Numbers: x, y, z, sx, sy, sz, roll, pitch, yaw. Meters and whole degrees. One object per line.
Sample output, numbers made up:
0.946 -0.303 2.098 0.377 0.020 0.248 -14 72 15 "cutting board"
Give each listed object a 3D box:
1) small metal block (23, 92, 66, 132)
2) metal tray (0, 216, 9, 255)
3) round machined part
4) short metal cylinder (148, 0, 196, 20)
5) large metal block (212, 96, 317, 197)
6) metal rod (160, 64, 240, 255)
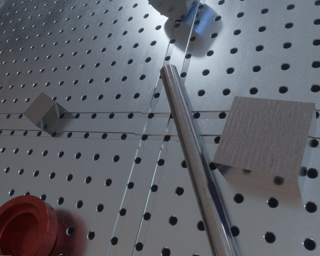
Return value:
-0.198 -0.028 0.530 0.050 0.025 0.050 31 79 38 "small metal block"
-0.280 0.189 0.436 0.130 0.030 0.090 -41 51 0 "metal tray"
-0.174 0.140 0.398 0.098 0.042 0.098 -10 54 15 "round machined part"
0.022 -0.222 0.498 0.080 0.080 0.050 22 74 36 "short metal cylinder"
0.111 0.017 0.323 0.080 0.050 0.080 9 66 32 "large metal block"
0.042 0.034 0.365 0.025 0.025 0.299 -24 53 14 "metal rod"
